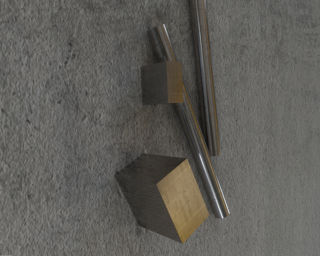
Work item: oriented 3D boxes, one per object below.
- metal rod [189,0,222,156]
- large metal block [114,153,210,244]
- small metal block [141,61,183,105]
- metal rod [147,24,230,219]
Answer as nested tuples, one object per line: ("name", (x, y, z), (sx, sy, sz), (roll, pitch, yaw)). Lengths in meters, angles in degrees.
("metal rod", (0.064, -0.106, 0.460), (0.025, 0.025, 0.298), (-12, 98, -40))
("large metal block", (0.002, 0.080, 0.372), (0.050, 0.080, 0.080), (-35, 112, -35))
("small metal block", (0.002, -0.055, 0.392), (0.025, 0.050, 0.050), (-5, 93, -40))
("metal rod", (0.046, 0.002, 0.445), (0.025, 0.025, 0.298), (-34, 111, -35))
